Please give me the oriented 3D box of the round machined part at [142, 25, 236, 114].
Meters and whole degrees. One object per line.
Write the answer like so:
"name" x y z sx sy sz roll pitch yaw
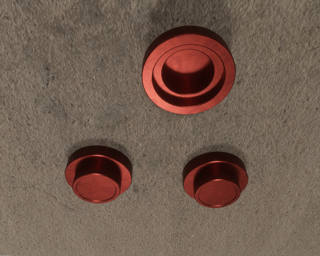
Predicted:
"round machined part" 0.030 -0.066 0.341 0.099 0.042 0.097 -1 130 0

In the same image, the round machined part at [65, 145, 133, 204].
"round machined part" -0.091 0.075 0.459 0.099 0.042 0.097 -1 130 0

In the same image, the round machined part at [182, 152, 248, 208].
"round machined part" 0.085 0.085 0.470 0.099 0.042 0.097 -1 130 0
